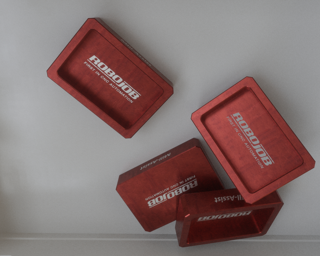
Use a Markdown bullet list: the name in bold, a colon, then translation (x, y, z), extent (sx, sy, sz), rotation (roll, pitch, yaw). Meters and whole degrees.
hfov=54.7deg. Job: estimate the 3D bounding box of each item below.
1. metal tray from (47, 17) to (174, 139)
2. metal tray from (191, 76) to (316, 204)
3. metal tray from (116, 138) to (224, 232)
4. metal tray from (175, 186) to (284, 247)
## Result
- **metal tray**: translation (-0.059, -0.060, 0.385), extent (0.130, 0.030, 0.090), rotation (40, 105, -14)
- **metal tray**: translation (0.110, 0.014, 0.381), extent (0.090, 0.030, 0.130), rotation (-35, 76, 11)
- **metal tray**: translation (0.016, 0.082, 0.439), extent (0.130, 0.030, 0.090), rotation (-28, 108, 9)
- **metal tray**: translation (0.090, 0.121, 0.424), extent (0.131, 0.030, 0.089), rotation (-5, 135, -9)
